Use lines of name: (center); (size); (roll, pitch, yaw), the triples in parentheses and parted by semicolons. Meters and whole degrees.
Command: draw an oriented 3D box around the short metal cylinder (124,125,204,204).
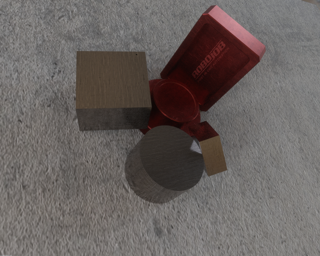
short metal cylinder: (0.004, 0.044, 0.367); (0.081, 0.050, 0.080); (14, 56, -21)

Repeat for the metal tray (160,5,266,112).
metal tray: (0.067, -0.090, 0.429); (0.090, 0.129, 0.030); (39, 51, -2)

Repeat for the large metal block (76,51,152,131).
large metal block: (-0.057, -0.044, 0.371); (0.081, 0.050, 0.080); (-2, 62, -10)

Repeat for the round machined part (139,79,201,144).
round machined part: (0.013, -0.028, 0.421); (0.099, 0.042, 0.098); (14, 56, -21)

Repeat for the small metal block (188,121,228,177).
small metal block: (0.060, 0.025, 0.394); (0.025, 0.050, 0.050); (-19, 113, -3)
